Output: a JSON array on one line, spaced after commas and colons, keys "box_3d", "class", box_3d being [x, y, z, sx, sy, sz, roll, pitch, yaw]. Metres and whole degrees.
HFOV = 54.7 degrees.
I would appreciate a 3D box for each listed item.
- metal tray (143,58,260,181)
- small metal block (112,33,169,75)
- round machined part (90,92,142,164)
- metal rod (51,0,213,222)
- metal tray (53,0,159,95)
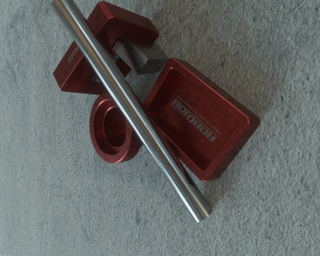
[{"box_3d": [0.040, -0.012, 0.369, 0.130, 0.030, 0.089, 45, 117, 30], "class": "metal tray"}, {"box_3d": [-0.024, -0.096, 0.402, 0.050, 0.050, 0.025, 47, 121, 13], "class": "small metal block"}, {"box_3d": [-0.054, -0.002, 0.433, 0.098, 0.042, 0.097, 5, 96, 45], "class": "round machined part"}, {"box_3d": [-0.031, -0.021, 0.361, 0.025, 0.025, 0.299, -32, 92, 35], "class": "metal rod"}, {"box_3d": [-0.074, -0.100, 0.422, 0.129, 0.091, 0.030, -45, 64, 30], "class": "metal tray"}]
